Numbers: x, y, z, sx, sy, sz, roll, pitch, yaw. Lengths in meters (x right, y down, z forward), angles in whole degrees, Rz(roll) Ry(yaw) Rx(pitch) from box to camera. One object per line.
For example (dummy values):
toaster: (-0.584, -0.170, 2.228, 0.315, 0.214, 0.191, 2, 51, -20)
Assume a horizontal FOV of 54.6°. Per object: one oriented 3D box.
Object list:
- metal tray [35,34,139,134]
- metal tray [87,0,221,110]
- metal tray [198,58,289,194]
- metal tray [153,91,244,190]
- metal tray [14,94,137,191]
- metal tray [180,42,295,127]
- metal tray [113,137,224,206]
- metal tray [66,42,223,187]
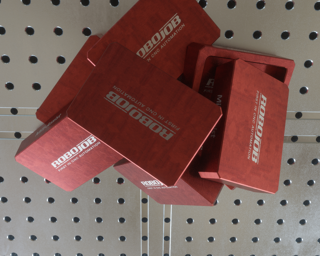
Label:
metal tray: (-0.083, -0.041, 0.394, 0.090, 0.030, 0.130, 37, 106, -13)
metal tray: (-0.007, -0.096, 0.355, 0.130, 0.030, 0.090, -45, 107, 0)
metal tray: (0.096, 0.000, 0.344, 0.091, 0.030, 0.130, 19, 74, -29)
metal tray: (0.050, 0.007, 0.382, 0.130, 0.090, 0.030, 43, 105, -13)
metal tray: (-0.105, 0.023, 0.394, 0.130, 0.030, 0.090, -33, 123, 23)
metal tray: (0.090, -0.047, 0.370, 0.131, 0.030, 0.089, 2, 111, -22)
metal tray: (0.005, 0.058, 0.385, 0.090, 0.130, 0.030, 41, 63, -15)
metal tray: (-0.016, -0.014, 0.311, 0.130, 0.030, 0.090, 34, 93, 9)
